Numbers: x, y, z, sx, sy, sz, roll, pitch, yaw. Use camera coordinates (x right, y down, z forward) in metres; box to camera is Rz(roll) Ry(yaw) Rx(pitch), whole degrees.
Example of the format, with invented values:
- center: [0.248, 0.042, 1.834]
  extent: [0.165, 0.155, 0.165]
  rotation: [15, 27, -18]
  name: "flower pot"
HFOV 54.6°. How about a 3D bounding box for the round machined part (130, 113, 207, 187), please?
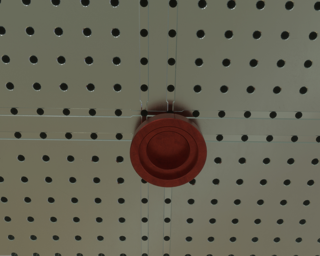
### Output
- center: [0.011, 0.026, 0.414]
  extent: [0.099, 0.042, 0.097]
  rotation: [0, 110, 0]
  name: "round machined part"
